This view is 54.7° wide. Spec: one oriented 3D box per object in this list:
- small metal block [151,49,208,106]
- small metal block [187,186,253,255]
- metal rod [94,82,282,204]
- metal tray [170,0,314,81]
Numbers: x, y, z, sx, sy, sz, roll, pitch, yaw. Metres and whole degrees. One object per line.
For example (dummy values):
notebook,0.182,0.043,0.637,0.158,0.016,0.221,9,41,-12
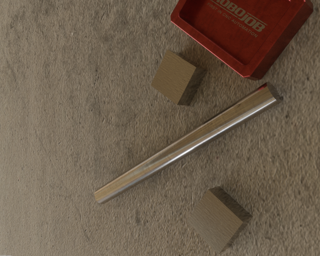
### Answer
small metal block,0.023,-0.062,0.385,0.050,0.025,0.050,40,114,32
small metal block,0.066,0.103,0.349,0.050,0.025,0.050,42,115,31
metal rod,0.012,0.034,0.393,0.299,0.025,0.025,-35,69,34
metal tray,0.080,-0.123,0.334,0.130,0.030,0.089,47,118,29
